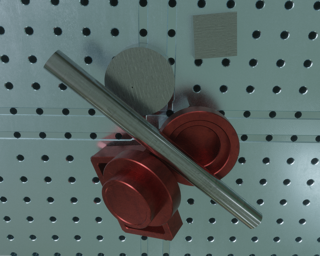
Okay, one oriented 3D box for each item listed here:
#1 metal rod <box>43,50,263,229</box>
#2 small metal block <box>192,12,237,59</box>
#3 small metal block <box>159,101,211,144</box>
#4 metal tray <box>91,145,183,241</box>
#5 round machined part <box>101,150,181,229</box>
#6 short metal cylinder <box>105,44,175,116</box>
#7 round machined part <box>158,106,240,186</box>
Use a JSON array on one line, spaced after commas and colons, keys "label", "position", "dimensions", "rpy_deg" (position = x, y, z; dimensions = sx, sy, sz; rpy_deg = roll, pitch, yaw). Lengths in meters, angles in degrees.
[{"label": "metal rod", "position": [0.003, 0.022, 0.350], "dimensions": [0.301, 0.025, 0.025], "rpy_deg": [39, 105, -13]}, {"label": "small metal block", "position": [0.065, -0.112, 0.373], "dimensions": [0.050, 0.025, 0.050], "rpy_deg": [-5, 110, 1]}, {"label": "small metal block", "position": [0.034, 0.001, 0.414], "dimensions": [0.050, 0.025, 0.050], "rpy_deg": [-38, 106, 12]}, {"label": "metal tray", "position": [-0.031, 0.087, 0.419], "dimensions": [0.090, 0.030, 0.129], "rpy_deg": [-5, 114, 36]}, {"label": "round machined part", "position": [-0.029, 0.078, 0.363], "dimensions": [0.098, 0.042, 0.097], "rpy_deg": [17, 125, 25]}, {"label": "short metal cylinder", "position": [-0.023, -0.060, 0.377], "dimensions": [0.081, 0.050, 0.079], "rpy_deg": [0, 110, 0]}, {"label": "round machined part", "position": [0.045, 0.020, 0.385], "dimensions": [0.099, 0.042, 0.097], "rpy_deg": [0, 110, -1]}]
